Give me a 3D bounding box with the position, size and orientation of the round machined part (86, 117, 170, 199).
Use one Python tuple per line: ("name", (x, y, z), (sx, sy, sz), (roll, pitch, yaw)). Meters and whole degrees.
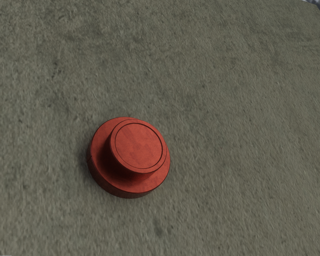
("round machined part", (-0.032, 0.028, 0.360), (0.099, 0.042, 0.098), (14, 56, -21))
